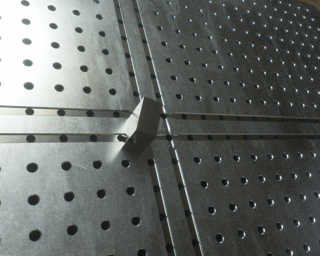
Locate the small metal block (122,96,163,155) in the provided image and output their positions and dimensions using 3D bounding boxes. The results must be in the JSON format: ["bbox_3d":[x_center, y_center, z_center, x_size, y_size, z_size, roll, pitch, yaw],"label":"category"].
[{"bbox_3d":[-0.022,-0.002,0.383,0.025,0.050,0.050,22,54,-16],"label":"small metal block"}]
